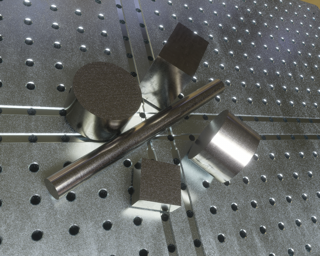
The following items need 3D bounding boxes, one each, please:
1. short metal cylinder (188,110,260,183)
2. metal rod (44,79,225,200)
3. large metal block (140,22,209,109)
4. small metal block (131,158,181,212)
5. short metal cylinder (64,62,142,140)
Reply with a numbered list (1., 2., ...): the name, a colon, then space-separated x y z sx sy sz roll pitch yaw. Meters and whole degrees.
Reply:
1. short metal cylinder: 0.081 0.023 0.398 0.050 0.080 0.080 38 51 -4
2. metal rod: -0.008 -0.003 0.401 0.302 0.025 0.025 -32 80 -38
3. large metal block: 0.016 -0.083 0.428 0.050 0.080 0.080 32 52 -8
4. small metal block: -0.004 0.067 0.361 0.050 0.025 0.050 14 56 -21
5. short metal cylinder: -0.068 -0.032 0.370 0.081 0.050 0.080 14 56 -21
